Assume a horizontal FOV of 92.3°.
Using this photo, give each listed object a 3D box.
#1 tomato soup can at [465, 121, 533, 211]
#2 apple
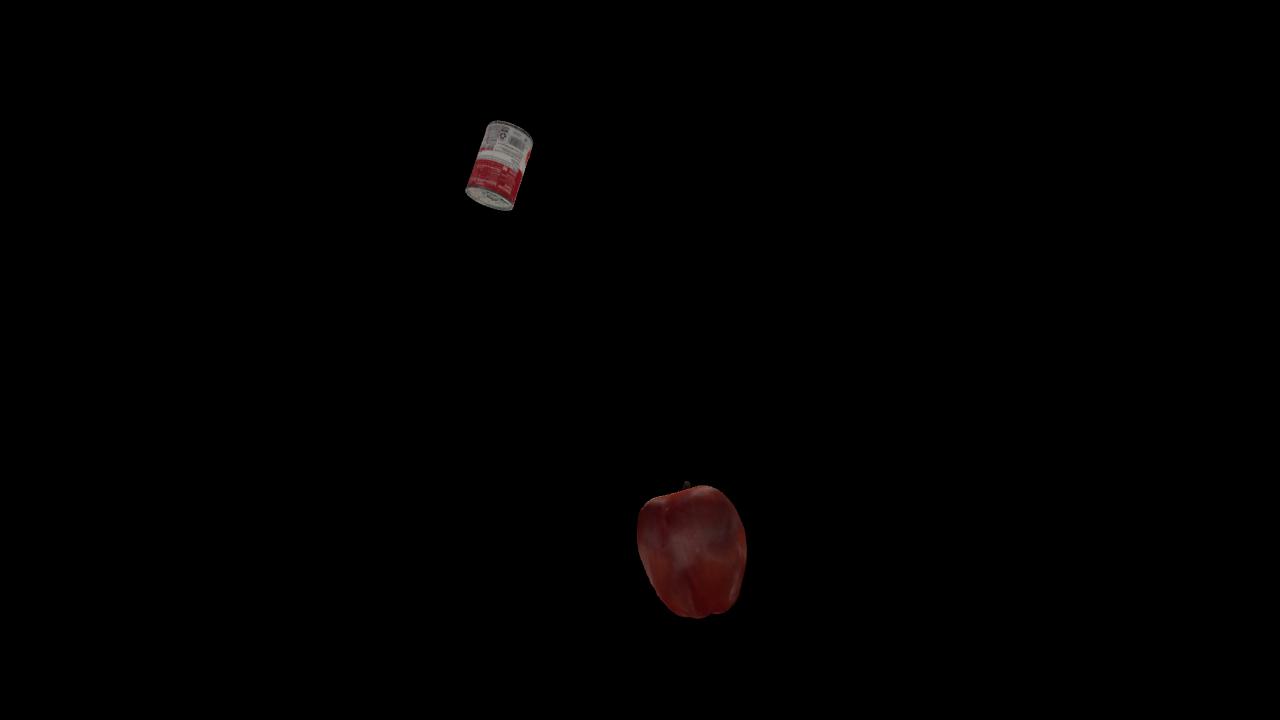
[{"bbox_3d":[-0.193,-0.267,0.849,0.068,0.101,0.068,15,-8,2],"label":"tomato soup can"},{"bbox_3d":[0.039,0.134,0.442,0.079,0.093,0.079,-10,-17,-3],"label":"apple"}]
